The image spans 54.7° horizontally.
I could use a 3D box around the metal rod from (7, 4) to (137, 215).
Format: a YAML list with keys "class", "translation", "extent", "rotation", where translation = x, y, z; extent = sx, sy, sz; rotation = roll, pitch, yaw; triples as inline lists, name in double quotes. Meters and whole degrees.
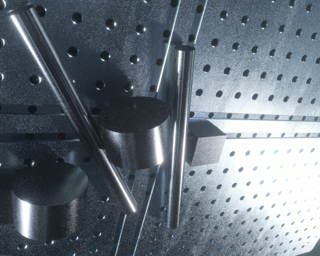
- class: "metal rod"
  translation: [-0.085, 0.006, 0.368]
  extent: [0.025, 0.025, 0.299]
  rotation: [-28, 128, -11]

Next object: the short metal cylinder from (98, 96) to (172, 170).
- class: "short metal cylinder"
  translation: [-0.027, 0.004, 0.363]
  extent: [0.081, 0.080, 0.050]
  rotation: [-18, 126, -18]

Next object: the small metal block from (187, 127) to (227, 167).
- class: "small metal block"
  translation: [0.067, 0.028, 0.465]
  extent: [0.050, 0.025, 0.050]
  rotation: [-4, 120, -27]

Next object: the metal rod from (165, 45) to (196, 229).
- class: "metal rod"
  translation: [0.025, 0.033, 0.445]
  extent: [0.025, 0.025, 0.298]
  rotation: [-12, 124, -22]

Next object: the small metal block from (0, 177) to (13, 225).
- class: "small metal block"
  translation: [-0.197, 0.087, 0.358]
  extent: [0.050, 0.025, 0.050]
  rotation: [-2, 119, -28]

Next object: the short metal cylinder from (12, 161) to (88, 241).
- class: "short metal cylinder"
  translation: [-0.126, 0.081, 0.357]
  extent: [0.081, 0.080, 0.050]
  rotation: [-4, 120, -27]
